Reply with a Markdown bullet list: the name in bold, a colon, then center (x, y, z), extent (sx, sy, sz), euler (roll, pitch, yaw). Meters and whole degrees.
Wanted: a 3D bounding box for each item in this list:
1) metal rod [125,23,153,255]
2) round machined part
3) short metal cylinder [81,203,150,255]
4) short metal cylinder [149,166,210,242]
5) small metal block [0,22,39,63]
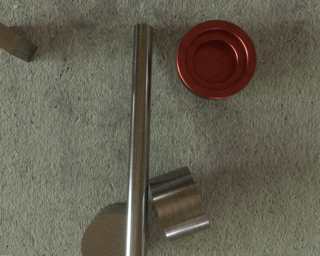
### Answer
- **metal rod**: center (-0.025, 0.014, 0.380), extent (0.025, 0.025, 0.299), euler (1, 78, 0)
- **round machined part**: center (0.070, -0.085, 0.402), extent (0.099, 0.042, 0.097), euler (0, 90, 0)
- **short metal cylinder**: center (-0.054, 0.142, 0.397), extent (0.081, 0.050, 0.079), euler (0, 90, 0)
- **short metal cylinder**: center (0.024, 0.093, 0.383), extent (0.050, 0.080, 0.080), euler (-20, 90, 0)
- **small metal block**: center (-0.193, -0.113, 0.396), extent (0.050, 0.050, 0.025), euler (34, 90, 0)
